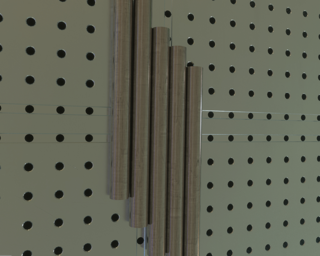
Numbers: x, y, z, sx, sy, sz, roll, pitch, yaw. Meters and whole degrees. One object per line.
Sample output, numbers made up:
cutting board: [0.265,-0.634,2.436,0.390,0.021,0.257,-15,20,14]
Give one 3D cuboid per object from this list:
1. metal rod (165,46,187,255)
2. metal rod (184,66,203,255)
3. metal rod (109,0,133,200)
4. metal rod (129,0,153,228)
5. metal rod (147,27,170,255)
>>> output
metal rod: [0.021,0.040,0.421,0.025,0.025,0.298,1,90,-20]
metal rod: [0.045,0.066,0.430,0.025,0.025,0.298,1,90,-20]
metal rod: [-0.049,-0.060,0.395,0.025,0.025,0.298,1,90,-20]
metal rod: [-0.025,-0.023,0.403,0.025,0.025,0.298,1,90,-20]
metal rod: [-0.002,0.018,0.412,0.025,0.025,0.298,1,90,-20]
